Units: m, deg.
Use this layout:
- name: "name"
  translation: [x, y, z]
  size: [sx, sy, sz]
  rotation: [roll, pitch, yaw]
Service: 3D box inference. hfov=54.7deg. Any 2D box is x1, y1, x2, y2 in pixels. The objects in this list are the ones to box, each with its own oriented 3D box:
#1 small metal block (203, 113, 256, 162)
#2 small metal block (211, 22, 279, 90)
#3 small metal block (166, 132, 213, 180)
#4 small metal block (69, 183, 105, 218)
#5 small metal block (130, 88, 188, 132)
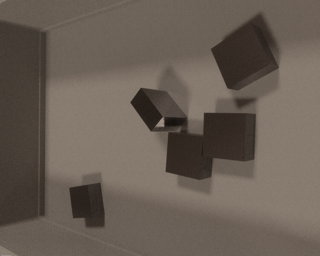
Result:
- name: "small metal block"
  translation: [0.076, 0.009, 0.343]
  size: [0.050, 0.025, 0.050]
  rotation: [3, 92, 39]
- name: "small metal block"
  translation: [0.090, -0.075, 0.332]
  size: [0.050, 0.025, 0.050]
  rotation: [-30, 72, 35]
- name: "small metal block"
  translation: [0.036, 0.032, 0.376]
  size: [0.050, 0.025, 0.050]
  rotation: [7, 94, 39]
- name: "small metal block"
  translation: [-0.119, 0.118, 0.502]
  size: [0.050, 0.025, 0.050]
  rotation: [-16, 80, 38]
- name: "small metal block"
  translation: [-0.001, -0.022, 0.389]
  size: [0.025, 0.050, 0.050]
  rotation: [-51, 61, 28]
